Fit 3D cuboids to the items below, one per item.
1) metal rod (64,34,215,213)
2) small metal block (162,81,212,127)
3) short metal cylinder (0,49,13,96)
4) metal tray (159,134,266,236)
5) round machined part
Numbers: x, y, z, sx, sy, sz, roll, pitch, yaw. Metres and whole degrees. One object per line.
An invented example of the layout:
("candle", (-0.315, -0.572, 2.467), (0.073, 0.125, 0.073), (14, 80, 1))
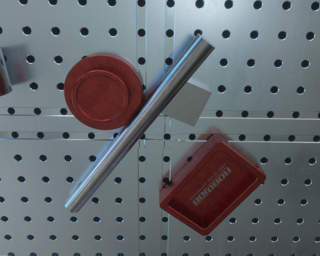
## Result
("metal rod", (-0.038, 0.009, 0.399), (0.025, 0.025, 0.299), (35, 112, -13))
("small metal block", (0.032, -0.036, 0.401), (0.050, 0.025, 0.050), (23, 108, -9))
("short metal cylinder", (-0.220, -0.061, 0.358), (0.080, 0.080, 0.050), (-6, 110, 2))
("metal tray", (0.072, 0.083, 0.442), (0.090, 0.030, 0.130), (37, 106, -13))
("round machined part", (-0.071, -0.042, 0.388), (0.099, 0.042, 0.097), (0, 110, -1))
